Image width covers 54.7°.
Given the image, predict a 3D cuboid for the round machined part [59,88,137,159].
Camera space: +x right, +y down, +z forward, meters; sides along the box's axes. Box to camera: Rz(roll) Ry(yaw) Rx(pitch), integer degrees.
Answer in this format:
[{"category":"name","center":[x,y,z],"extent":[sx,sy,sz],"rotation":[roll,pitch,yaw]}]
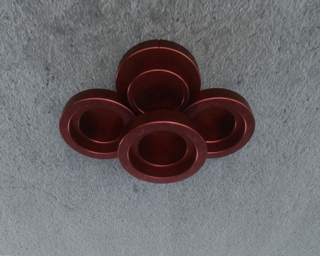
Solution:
[{"category":"round machined part","center":[-0.071,-0.009,0.389],"extent":[0.099,0.042,0.097],"rotation":[-1,130,0]}]

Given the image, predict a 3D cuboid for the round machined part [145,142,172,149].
[{"category":"round machined part","center":[-0.003,0.027,0.421],"extent":[0.099,0.042,0.097],"rotation":[-1,130,0]}]

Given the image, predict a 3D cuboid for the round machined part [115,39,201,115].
[{"category":"round machined part","center":[-0.002,-0.048,0.357],"extent":[0.099,0.042,0.097],"rotation":[-1,130,0]}]

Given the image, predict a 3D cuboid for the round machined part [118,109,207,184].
[{"category":"round machined part","center":[0.003,0.017,0.356],"extent":[0.099,0.042,0.097],"rotation":[-1,131,0]}]

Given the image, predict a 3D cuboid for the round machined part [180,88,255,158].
[{"category":"round machined part","center":[0.065,-0.010,0.390],"extent":[0.099,0.042,0.097],"rotation":[-1,130,0]}]
